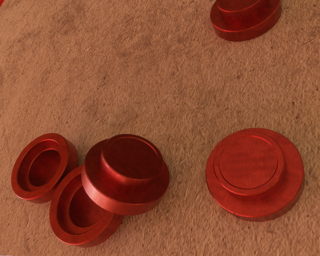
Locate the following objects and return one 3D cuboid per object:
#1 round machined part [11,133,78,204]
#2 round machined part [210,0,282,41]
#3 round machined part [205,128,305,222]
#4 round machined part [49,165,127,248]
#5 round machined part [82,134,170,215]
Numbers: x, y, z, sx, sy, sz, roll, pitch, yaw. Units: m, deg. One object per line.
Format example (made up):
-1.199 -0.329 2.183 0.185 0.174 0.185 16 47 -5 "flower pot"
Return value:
-0.157 0.059 0.439 0.098 0.042 0.098 -13 56 21 "round machined part"
0.118 -0.174 0.438 0.098 0.042 0.098 -13 56 21 "round machined part"
0.094 0.042 0.318 0.098 0.042 0.098 -13 56 21 "round machined part"
-0.081 0.095 0.378 0.098 0.042 0.098 -13 56 21 "round machined part"
-0.035 0.044 0.348 0.098 0.099 0.042 61 141 38 "round machined part"
